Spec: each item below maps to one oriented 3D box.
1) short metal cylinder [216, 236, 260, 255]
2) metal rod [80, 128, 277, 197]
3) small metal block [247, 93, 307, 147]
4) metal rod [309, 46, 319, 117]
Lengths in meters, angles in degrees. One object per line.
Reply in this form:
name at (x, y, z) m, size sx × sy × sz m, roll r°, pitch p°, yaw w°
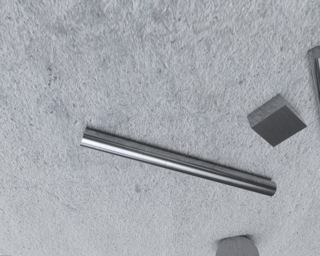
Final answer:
short metal cylinder at (0.151, 0.256, 0.591) m, size 0.080 × 0.080 × 0.050 m, roll -14°, pitch 129°, yaw 11°
metal rod at (0.036, 0.054, 0.453) m, size 0.302 × 0.025 × 0.025 m, roll 17°, pitch 128°, yaw -14°
small metal block at (0.151, -0.009, 0.401) m, size 0.050 × 0.025 × 0.050 m, roll 35°, pitch 122°, yaw -27°
metal rod at (0.240, 0.019, 0.425) m, size 0.025 × 0.025 × 0.299 m, roll -20°, pitch 128°, yaw 16°
